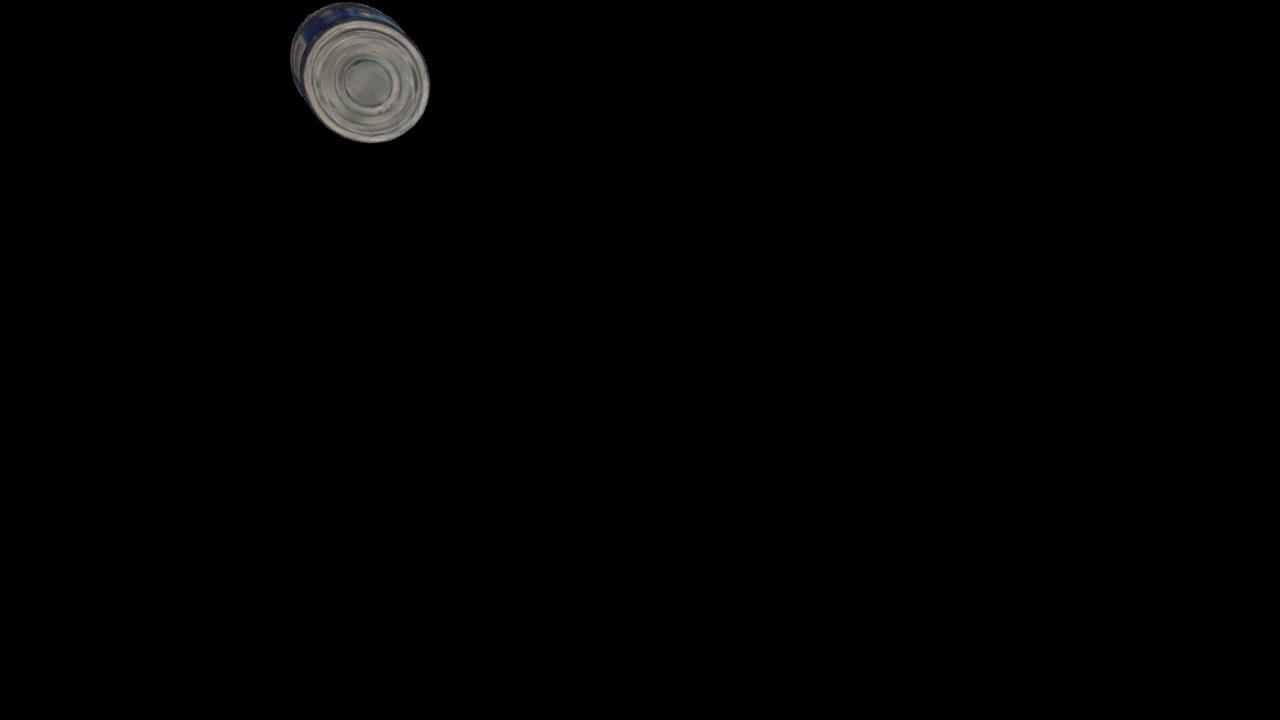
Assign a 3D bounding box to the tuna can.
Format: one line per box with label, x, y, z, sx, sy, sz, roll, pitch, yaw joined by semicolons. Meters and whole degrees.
tuna can;-0.190;-0.194;0.422;0.084;0.084;0.034;0;38;-42
